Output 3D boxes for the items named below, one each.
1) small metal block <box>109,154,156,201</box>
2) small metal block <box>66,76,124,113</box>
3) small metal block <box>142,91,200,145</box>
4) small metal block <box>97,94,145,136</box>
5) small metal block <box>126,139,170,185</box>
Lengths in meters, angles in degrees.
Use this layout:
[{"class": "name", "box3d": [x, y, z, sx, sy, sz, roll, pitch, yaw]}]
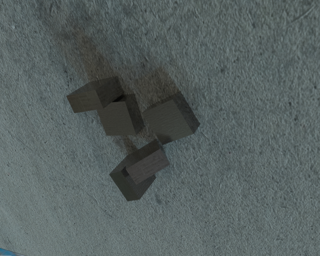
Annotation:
[{"class": "small metal block", "box3d": [-0.039, 0.071, 0.454, 0.025, 0.050, 0.050, -19, 108, 38]}, {"class": "small metal block", "box3d": [-0.084, -0.044, 0.408, 0.050, 0.050, 0.025, -6, 115, 31]}, {"class": "small metal block", "box3d": [0.014, -0.012, 0.392, 0.050, 0.025, 0.050, -22, 107, 36]}, {"class": "small metal block", "box3d": [-0.055, -0.017, 0.425, 0.050, 0.025, 0.050, -2, 118, 29]}, {"class": "small metal block", "box3d": [-0.018, 0.044, 0.414, 0.050, 0.050, 0.025, -31, 104, 1]}]
